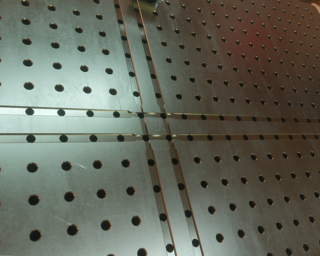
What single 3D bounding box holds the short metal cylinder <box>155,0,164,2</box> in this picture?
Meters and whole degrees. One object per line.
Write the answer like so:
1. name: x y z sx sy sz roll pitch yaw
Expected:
1. short metal cylinder: -0.010 -0.266 0.531 0.050 0.080 0.080 12 57 -22
